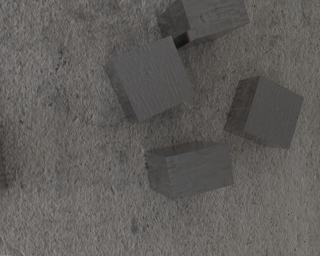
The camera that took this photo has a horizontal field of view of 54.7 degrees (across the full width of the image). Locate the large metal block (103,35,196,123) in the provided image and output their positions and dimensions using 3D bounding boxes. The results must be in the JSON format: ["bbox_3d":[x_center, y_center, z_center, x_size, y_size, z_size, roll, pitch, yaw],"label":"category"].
[{"bbox_3d":[-0.014,-0.059,0.390,0.081,0.050,0.080,-26,99,-18],"label":"large metal block"}]

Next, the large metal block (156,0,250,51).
[{"bbox_3d":[0.052,-0.138,0.399,0.081,0.080,0.050,-22,98,-19],"label":"large metal block"}]

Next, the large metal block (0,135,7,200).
[{"bbox_3d":[-0.210,0.037,0.318,0.081,0.050,0.079,-7,93,-20],"label":"large metal block"}]

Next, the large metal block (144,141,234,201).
[{"bbox_3d":[0.034,0.050,0.392,0.081,0.080,0.050,-11,94,-20],"label":"large metal block"}]

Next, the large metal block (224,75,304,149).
[{"bbox_3d":[0.151,-0.021,0.451,0.080,0.050,0.080,21,83,-19],"label":"large metal block"}]
